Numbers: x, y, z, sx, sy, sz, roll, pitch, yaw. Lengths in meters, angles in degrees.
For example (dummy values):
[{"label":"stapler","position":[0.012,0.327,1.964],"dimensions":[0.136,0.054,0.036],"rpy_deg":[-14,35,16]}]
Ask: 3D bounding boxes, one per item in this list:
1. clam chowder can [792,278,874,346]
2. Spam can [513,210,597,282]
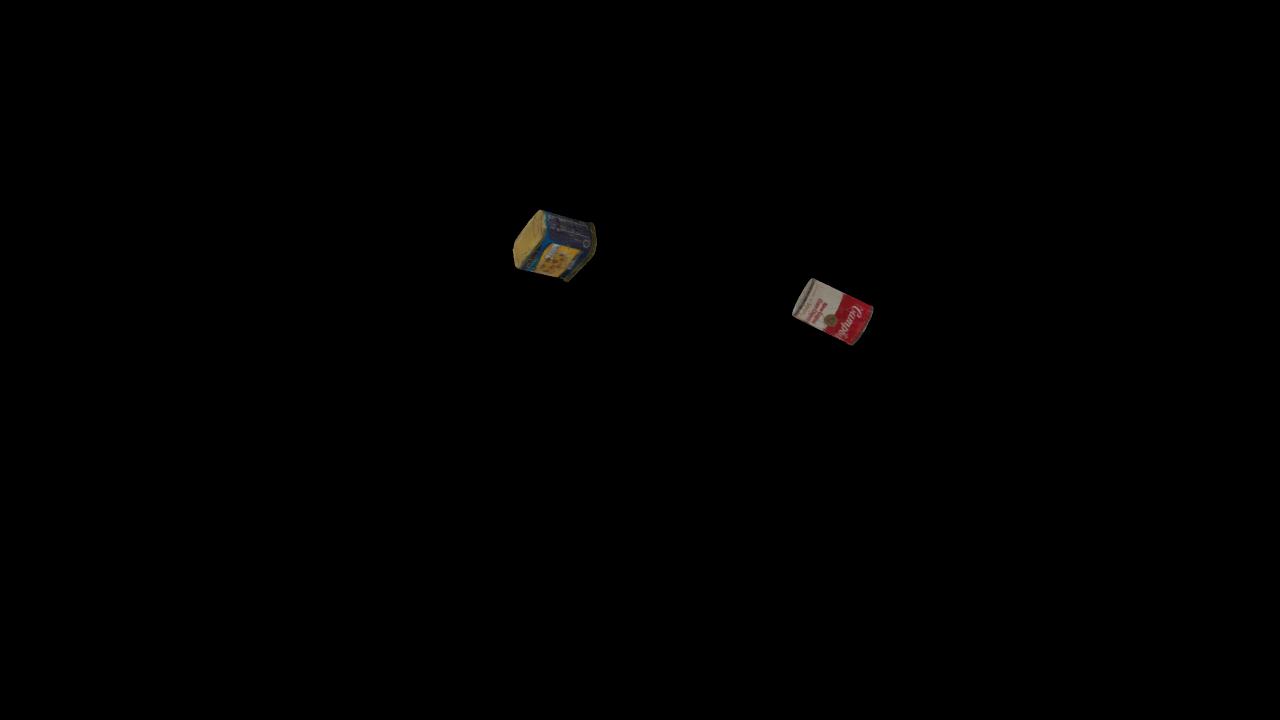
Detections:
[{"label":"clam chowder can","position":[0.294,-0.075,0.943],"dimensions":[0.102,0.068,0.068],"rpy_deg":[27,2,5]},{"label":"Spam can","position":[-0.124,-0.163,0.886],"dimensions":[0.085,0.058,0.101],"rpy_deg":[8,-30,-35]}]
